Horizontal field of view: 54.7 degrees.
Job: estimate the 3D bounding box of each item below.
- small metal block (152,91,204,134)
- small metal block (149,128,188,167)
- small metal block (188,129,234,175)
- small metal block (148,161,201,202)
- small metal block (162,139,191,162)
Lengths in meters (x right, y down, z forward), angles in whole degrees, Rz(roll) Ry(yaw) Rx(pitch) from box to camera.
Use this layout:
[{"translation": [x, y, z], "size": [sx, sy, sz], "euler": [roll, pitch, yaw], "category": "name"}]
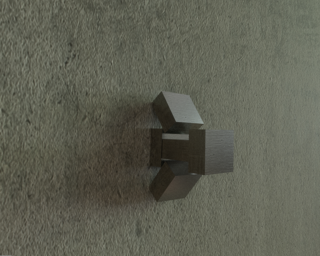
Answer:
[{"translation": [0.023, -0.020, 0.412], "size": [0.050, 0.025, 0.050], "euler": [3, 52, -40], "category": "small metal block"}, {"translation": [0.013, 0.026, 0.420], "size": [0.050, 0.025, 0.050], "euler": [3, 88, -40], "category": "small metal block"}, {"translation": [0.060, 0.027, 0.361], "size": [0.050, 0.025, 0.050], "euler": [1, 89, -40], "category": "small metal block"}, {"translation": [0.021, 0.070, 0.410], "size": [0.050, 0.025, 0.050], "euler": [3, 129, -40], "category": "small metal block"}, {"translation": [0.038, 0.027, 0.391], "size": [0.050, 0.050, 0.025], "euler": [3, 88, -40], "category": "small metal block"}]
